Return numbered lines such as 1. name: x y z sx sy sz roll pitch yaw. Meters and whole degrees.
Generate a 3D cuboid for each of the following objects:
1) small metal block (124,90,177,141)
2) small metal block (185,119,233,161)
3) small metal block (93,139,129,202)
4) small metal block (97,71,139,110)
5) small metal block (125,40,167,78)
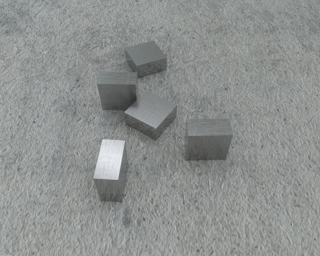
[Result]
1. small metal block: -0.012 -0.018 0.418 0.050 0.025 0.050 27 55 21
2. small metal block: 0.057 0.015 0.375 0.050 0.050 0.025 -1 50 -1
3. small metal block: -0.053 0.048 0.346 0.025 0.050 0.050 3 50 2
4. small metal block: -0.056 -0.050 0.429 0.050 0.050 0.025 2 50 1
5. small metal block: -0.023 -0.110 0.496 0.050 0.025 0.050 -20 53 -16
